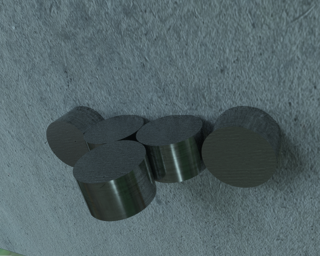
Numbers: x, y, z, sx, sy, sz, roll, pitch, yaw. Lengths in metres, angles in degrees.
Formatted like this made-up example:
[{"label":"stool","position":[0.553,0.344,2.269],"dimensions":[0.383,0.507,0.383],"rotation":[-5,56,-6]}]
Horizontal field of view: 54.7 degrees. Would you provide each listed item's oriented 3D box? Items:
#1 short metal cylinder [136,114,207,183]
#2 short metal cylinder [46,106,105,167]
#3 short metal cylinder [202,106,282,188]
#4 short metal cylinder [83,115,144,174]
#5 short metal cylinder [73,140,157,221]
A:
[{"label":"short metal cylinder","position":[0.016,0.023,0.379],"dimensions":[0.080,0.080,0.050],"rotation":[0,118,28]},{"label":"short metal cylinder","position":[-0.120,0.013,0.464],"dimensions":[0.080,0.050,0.079],"rotation":[13,124,20]},{"label":"short metal cylinder","position":[0.094,0.021,0.355],"dimensions":[0.080,0.050,0.079],"rotation":[13,124,20]},{"label":"short metal cylinder","position":[-0.055,0.022,0.415],"dimensions":[0.080,0.080,0.050],"rotation":[0,119,28]},{"label":"short metal cylinder","position":[-0.049,0.056,0.343],"dimensions":[0.080,0.080,0.050],"rotation":[1,120,28]}]
